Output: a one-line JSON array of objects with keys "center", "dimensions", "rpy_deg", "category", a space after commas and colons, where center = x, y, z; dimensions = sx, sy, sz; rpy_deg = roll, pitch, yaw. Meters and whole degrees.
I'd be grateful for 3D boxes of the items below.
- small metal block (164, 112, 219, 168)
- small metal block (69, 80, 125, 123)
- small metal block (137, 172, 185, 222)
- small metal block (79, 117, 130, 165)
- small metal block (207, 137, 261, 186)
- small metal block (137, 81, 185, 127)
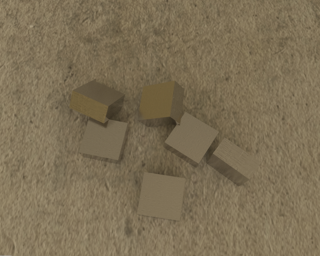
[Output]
[{"center": [0.040, 0.016, 0.403], "dimensions": [0.050, 0.025, 0.050], "rpy_deg": [32, 73, 10], "category": "small metal block"}, {"center": [-0.081, -0.036, 0.406], "dimensions": [0.050, 0.025, 0.050], "rpy_deg": [24, 29, 8], "category": "small metal block"}, {"center": [0.002, 0.084, 0.377], "dimensions": [0.050, 0.025, 0.050], "rpy_deg": [8, 70, 2], "category": "small metal block"}, {"center": [-0.071, 0.016, 0.401], "dimensions": [0.050, 0.025, 0.050], "rpy_deg": [11, 70, 3], "category": "small metal block"}, {"center": [0.089, 0.043, 0.380], "dimensions": [0.050, 0.050, 0.025], "rpy_deg": [36, 74, 12], "category": "small metal block"}, {"center": [0.002, -0.031, 0.407], "dimensions": [0.050, 0.025, 0.050], "rpy_deg": [-5, 66, 33], "category": "small metal block"}]
